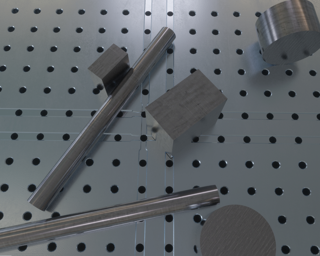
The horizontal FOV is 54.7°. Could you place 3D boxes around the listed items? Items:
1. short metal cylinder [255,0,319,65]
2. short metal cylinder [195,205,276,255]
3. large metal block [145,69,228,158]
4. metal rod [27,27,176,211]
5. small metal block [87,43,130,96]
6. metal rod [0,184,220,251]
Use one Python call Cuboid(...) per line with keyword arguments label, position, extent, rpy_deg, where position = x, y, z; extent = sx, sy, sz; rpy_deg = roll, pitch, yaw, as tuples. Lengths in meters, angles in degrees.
Cuboid(label="short metal cylinder", position=(0.179, -0.131, 0.432), extent=(0.081, 0.080, 0.050), rpy_deg=(-5, 70, -2))
Cuboid(label="short metal cylinder", position=(0.083, 0.130, 0.351), extent=(0.081, 0.050, 0.080), rpy_deg=(0, 70, 0))
Cuboid(label="large metal block", position=(0.030, -0.015, 0.388), extent=(0.080, 0.080, 0.050), rpy_deg=(-37, 74, -12))
Cuboid(label="metal rod", position=(-0.069, -0.024, 0.419), extent=(0.025, 0.025, 0.300), rpy_deg=(31, 73, 10))
Cuboid(label="small metal block", position=(-0.068, -0.079, 0.427), extent=(0.025, 0.050, 0.050), rpy_deg=(38, 74, 12))
Cuboid(label="metal rod", position=(-0.078, 0.110, 0.370), extent=(0.302, 0.025, 0.025), rpy_deg=(-11, 71, -4))
